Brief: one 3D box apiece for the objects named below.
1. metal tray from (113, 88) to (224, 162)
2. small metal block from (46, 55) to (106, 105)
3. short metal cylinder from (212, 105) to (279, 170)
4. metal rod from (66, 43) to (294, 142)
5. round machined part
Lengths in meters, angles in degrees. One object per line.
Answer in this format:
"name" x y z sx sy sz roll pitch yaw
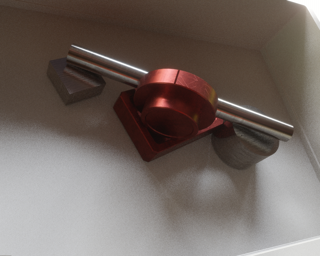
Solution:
"metal tray" 0.014 -0.019 0.420 0.131 0.030 0.090 -21 73 -36
"small metal block" -0.104 -0.062 0.386 0.050 0.025 0.050 -25 75 -37
"short metal cylinder" 0.123 0.014 0.448 0.081 0.050 0.080 14 56 -21
"metal rod" 0.033 -0.041 0.396 0.302 0.025 0.025 19 54 -10
"round machined part" 0.016 -0.021 0.363 0.099 0.098 0.042 25 61 -14
